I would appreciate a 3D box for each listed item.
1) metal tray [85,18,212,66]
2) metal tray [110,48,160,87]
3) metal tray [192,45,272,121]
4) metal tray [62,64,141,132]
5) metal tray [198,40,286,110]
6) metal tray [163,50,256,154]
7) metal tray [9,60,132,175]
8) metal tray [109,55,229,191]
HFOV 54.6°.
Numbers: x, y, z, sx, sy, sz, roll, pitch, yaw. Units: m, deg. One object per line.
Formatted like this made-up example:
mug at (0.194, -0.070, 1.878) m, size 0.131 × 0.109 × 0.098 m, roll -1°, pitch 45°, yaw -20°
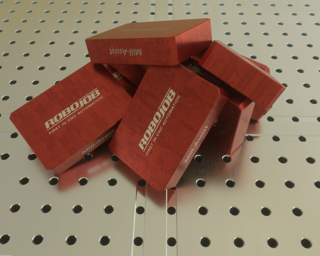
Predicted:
metal tray at (-0.014, -0.106, 0.379) m, size 0.130 × 0.030 × 0.090 m, roll 10°, pitch 33°, yaw 34°
metal tray at (-0.005, -0.109, 0.472) m, size 0.131 × 0.030 × 0.090 m, roll -26°, pitch 56°, yaw -38°
metal tray at (0.091, -0.072, 0.437) m, size 0.131 × 0.030 × 0.090 m, roll 21°, pitch 50°, yaw -9°
metal tray at (-0.081, -0.048, 0.443) m, size 0.090 × 0.030 × 0.131 m, roll 32°, pitch 57°, yaw 24°
metal tray at (0.098, -0.071, 0.383) m, size 0.090 × 0.030 × 0.130 m, roll 34°, pitch 20°, yaw 1°
metal tray at (0.051, -0.034, 0.396) m, size 0.130 × 0.090 × 0.030 m, roll 37°, pitch 60°, yaw 27°
metal tray at (-0.104, -0.016, 0.388) m, size 0.130 × 0.030 × 0.090 m, roll -38°, pitch 75°, yaw -14°
metal tray at (0.006, -0.006, 0.353) m, size 0.090 × 0.129 × 0.030 m, roll 36°, pitch 17°, yaw 25°
